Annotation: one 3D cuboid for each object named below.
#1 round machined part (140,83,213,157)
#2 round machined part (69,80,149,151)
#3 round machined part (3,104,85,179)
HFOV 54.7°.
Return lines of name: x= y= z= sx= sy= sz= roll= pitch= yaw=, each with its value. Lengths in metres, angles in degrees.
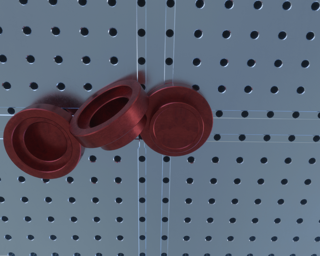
round machined part: x=0.020 y=-0.006 z=0.402 sx=0.099 sy=0.042 sz=0.097 roll=0 pitch=110 yaw=-1
round machined part: x=-0.055 y=-0.011 z=0.372 sx=0.098 sy=0.098 sz=0.042 roll=-28 pitch=123 yaw=9
round machined part: x=-0.146 y=0.014 z=0.405 sx=0.099 sy=0.042 sz=0.097 roll=1 pitch=112 yaw=3
